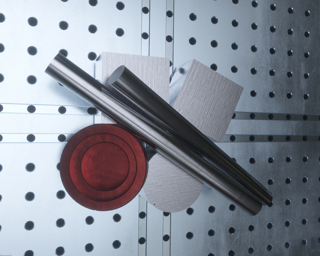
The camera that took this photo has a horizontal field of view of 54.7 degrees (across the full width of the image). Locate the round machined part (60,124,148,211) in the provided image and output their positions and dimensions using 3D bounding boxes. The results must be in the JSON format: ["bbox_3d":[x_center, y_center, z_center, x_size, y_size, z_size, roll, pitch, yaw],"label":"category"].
[{"bbox_3d":[-0.062,0.045,0.365,0.099,0.042,0.097,0,87,3],"label":"round machined part"}]

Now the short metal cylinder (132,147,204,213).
[{"bbox_3d":[0.009,0.062,0.398,0.081,0.050,0.079,0,90,-20],"label":"short metal cylinder"}]

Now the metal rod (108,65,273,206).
[{"bbox_3d":[0.057,0.026,0.390,0.301,0.025,0.025,38,78,-31],"label":"metal rod"}]

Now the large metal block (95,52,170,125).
[{"bbox_3d":[-0.035,-0.044,0.379,0.081,0.050,0.079,1,90,-20],"label":"large metal block"}]

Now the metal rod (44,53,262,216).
[{"bbox_3d":[0.007,0.019,0.357,0.301,0.025,0.025,36,78,-18],"label":"metal rod"}]

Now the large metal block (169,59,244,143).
[{"bbox_3d":[0.052,-0.034,0.414,0.080,0.050,0.080,26,82,-18],"label":"large metal block"}]
